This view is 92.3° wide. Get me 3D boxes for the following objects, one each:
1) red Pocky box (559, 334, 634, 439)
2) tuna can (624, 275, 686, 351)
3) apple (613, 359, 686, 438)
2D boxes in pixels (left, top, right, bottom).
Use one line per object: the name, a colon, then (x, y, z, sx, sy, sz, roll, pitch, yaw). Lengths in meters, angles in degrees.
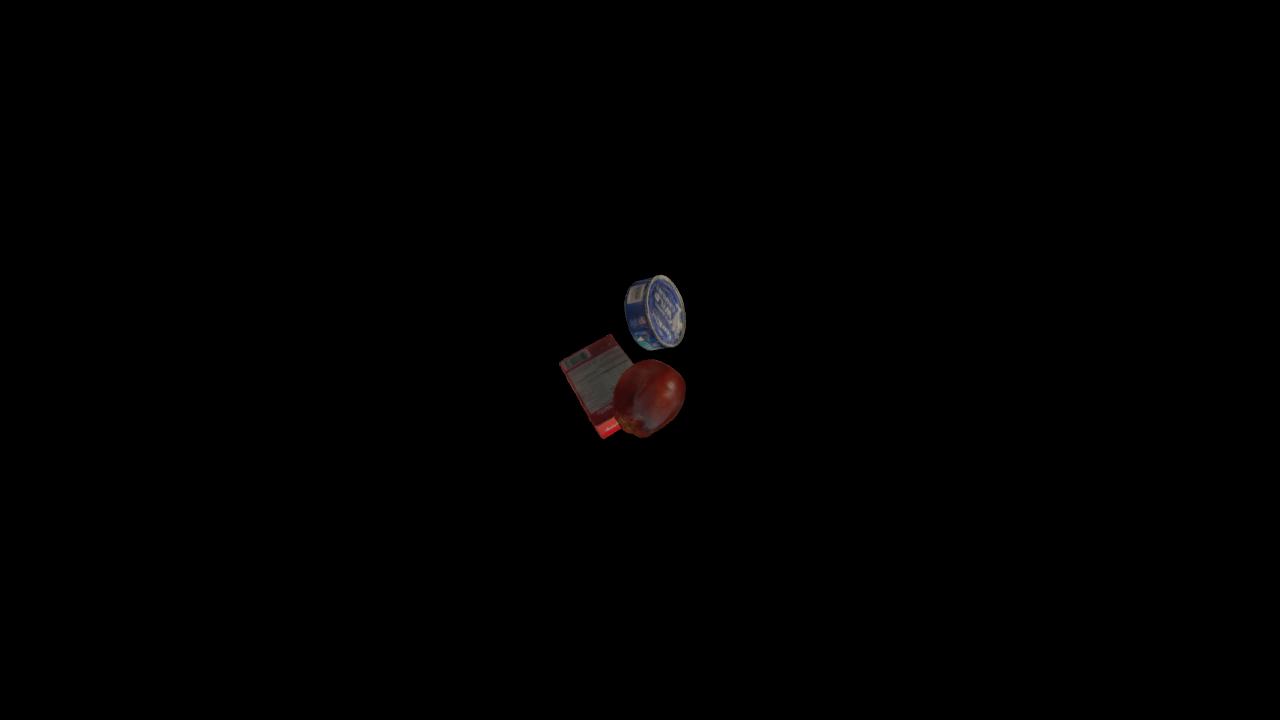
red Pocky box: (-0.042, 0.029, 0.769, 0.083, 0.028, 0.155, -29, 37, -7)
tuna can: (0.018, -0.053, 0.708, 0.034, 0.084, 0.084, -10, -5, 32)
apple: (0.010, 0.042, 0.699, 0.079, 0.079, 0.093, 0, 44, 46)
